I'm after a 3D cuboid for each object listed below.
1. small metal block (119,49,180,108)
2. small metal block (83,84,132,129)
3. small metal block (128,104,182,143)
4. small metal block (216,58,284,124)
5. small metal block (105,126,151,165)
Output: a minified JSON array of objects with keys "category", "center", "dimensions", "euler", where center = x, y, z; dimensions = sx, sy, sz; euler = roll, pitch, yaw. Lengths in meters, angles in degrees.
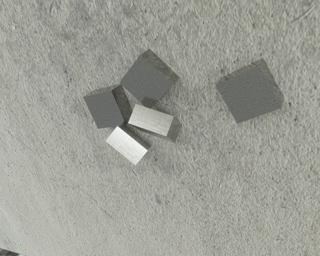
[{"category":"small metal block","center":[-0.013,-0.058,0.378],"dimensions":[0.050,0.025,0.050],"euler":[44,129,-2]},{"category":"small metal block","center":[-0.070,-0.029,0.426],"dimensions":[0.050,0.025,0.050],"euler":[-8,115,31]},{"category":"small metal block","center":[-0.005,-0.005,0.388],"dimensions":[0.050,0.050,0.025],"euler":[19,84,17]},{"category":"small metal block","center":[0.097,-0.039,0.332],"dimensions":[0.050,0.025,0.050],"euler":[-23,106,36]},{"category":"small metal block","center":[-0.041,0.022,0.423],"dimensions":[0.050,0.050,0.025],"euler":[39,94,1]}]
